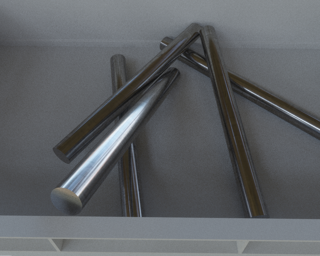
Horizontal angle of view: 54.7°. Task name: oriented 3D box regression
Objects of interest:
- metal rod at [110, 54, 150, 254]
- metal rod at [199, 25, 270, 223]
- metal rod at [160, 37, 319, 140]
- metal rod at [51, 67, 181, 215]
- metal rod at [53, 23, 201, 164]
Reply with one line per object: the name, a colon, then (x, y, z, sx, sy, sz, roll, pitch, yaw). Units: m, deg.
metal rod: (-0.045, 0.006, 0.399, 0.025, 0.025, 0.300, -6, 50, -6)
metal rod: (0.089, -0.028, 0.408, 0.025, 0.025, 0.299, -4, 56, -4)
metal rod: (0.118, -0.064, 0.459, 0.300, 0.025, 0.025, 36, 59, 26)
metal rod: (-0.023, -0.014, 0.348, 0.025, 0.025, 0.301, 14, 30, 11)
metal rod: (-0.026, -0.064, 0.424, 0.025, 0.025, 0.301, 27, 55, 21)
